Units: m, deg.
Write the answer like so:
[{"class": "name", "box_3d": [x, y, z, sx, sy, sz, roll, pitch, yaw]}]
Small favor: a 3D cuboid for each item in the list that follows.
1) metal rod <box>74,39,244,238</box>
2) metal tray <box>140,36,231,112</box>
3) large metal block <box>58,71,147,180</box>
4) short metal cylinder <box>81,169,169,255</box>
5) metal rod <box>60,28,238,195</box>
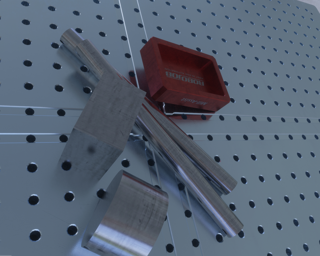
[{"class": "metal rod", "box_3d": [-0.002, 0.012, 0.387, 0.300, 0.025, 0.025, 50, 51, 1]}, {"class": "metal tray", "box_3d": [0.039, -0.077, 0.460, 0.131, 0.030, 0.090, 6, 58, -37]}, {"class": "large metal block", "box_3d": [-0.063, -0.001, 0.340, 0.050, 0.080, 0.080, 27, 52, -12]}, {"class": "short metal cylinder", "box_3d": [-0.034, 0.088, 0.302, 0.050, 0.080, 0.080, 30, 52, -10]}, {"class": "metal rod", "box_3d": [-0.016, -0.022, 0.414, 0.300, 0.025, 0.025, 43, 51, 1]}]
